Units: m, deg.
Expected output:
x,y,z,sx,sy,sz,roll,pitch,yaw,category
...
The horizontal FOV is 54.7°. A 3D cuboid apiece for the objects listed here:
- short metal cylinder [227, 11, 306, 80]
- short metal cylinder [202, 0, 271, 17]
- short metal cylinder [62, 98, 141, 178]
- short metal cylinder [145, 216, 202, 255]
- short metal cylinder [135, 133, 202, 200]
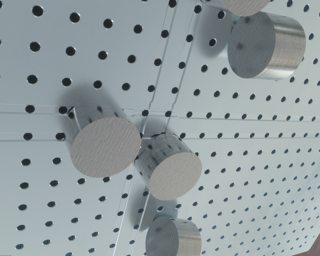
x,y,z,sx,sy,sz,roll,pitch,yaw,category
0.130,-0.101,0.387,0.050,0.080,0.079,-2,119,-28,short metal cylinder
0.084,-0.168,0.339,0.081,0.050,0.079,-14,125,-21,short metal cylinder
-0.069,0.011,0.365,0.081,0.050,0.079,-14,124,-21,short metal cylinder
0.021,0.188,0.506,0.050,0.080,0.080,21,107,-36,short metal cylinder
0.012,0.055,0.437,0.081,0.050,0.079,-14,125,-21,short metal cylinder
